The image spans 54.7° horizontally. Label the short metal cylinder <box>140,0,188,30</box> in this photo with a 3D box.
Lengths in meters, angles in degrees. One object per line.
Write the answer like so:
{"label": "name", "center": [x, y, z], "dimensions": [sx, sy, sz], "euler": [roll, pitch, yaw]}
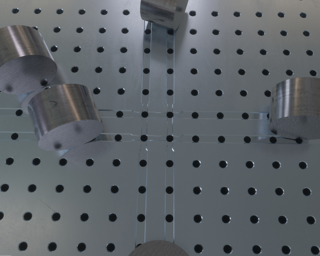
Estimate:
{"label": "short metal cylinder", "center": [0.010, -0.190, 0.452], "dimensions": [0.050, 0.080, 0.080], "euler": [20, 71, 7]}

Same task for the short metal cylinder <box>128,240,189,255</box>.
{"label": "short metal cylinder", "center": [-0.001, 0.165, 0.338], "dimensions": [0.081, 0.050, 0.080], "euler": [0, 70, 0]}

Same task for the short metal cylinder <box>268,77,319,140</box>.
{"label": "short metal cylinder", "center": [0.181, -0.022, 0.392], "dimensions": [0.080, 0.080, 0.050], "euler": [10, 71, 3]}

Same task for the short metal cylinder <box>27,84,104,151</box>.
{"label": "short metal cylinder", "center": [-0.116, -0.012, 0.386], "dimensions": [0.080, 0.080, 0.050], "euler": [-21, 72, -8]}

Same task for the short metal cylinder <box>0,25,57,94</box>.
{"label": "short metal cylinder", "center": [-0.186, -0.089, 0.414], "dimensions": [0.080, 0.080, 0.050], "euler": [-27, 72, -9]}
